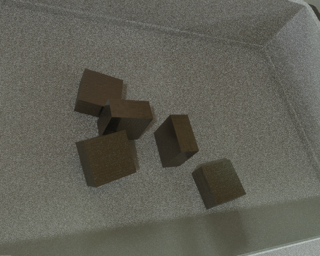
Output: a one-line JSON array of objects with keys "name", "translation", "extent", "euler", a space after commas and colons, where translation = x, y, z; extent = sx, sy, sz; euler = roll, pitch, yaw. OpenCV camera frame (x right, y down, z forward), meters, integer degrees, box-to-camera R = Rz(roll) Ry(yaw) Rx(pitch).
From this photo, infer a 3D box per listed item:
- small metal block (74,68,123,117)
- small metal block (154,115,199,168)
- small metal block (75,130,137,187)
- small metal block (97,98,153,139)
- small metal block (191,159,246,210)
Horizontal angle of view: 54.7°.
[{"name": "small metal block", "translation": [-0.076, -0.042, 0.390], "extent": [0.050, 0.025, 0.050], "euler": [15, 54, -20]}, {"name": "small metal block", "translation": [0.019, 0.017, 0.391], "extent": [0.025, 0.050, 0.050], "euler": [-1, 62, -29]}, {"name": "small metal block", "translation": [-0.059, 0.033, 0.344], "extent": [0.050, 0.025, 0.050], "euler": [-16, 94, -35]}, {"name": "small metal block", "translation": [-0.043, -0.009, 0.373], "extent": [0.050, 0.050, 0.025], "euler": [1, 58, -28]}, {"name": "small metal block", "translation": [0.077, 0.073, 0.404], "extent": [0.050, 0.025, 0.050], "euler": [-9, 66, -32]}]
